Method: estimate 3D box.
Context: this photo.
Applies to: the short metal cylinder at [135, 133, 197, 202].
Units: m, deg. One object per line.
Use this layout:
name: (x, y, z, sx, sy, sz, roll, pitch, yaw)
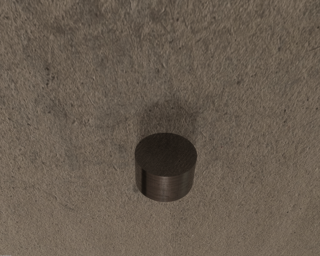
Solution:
short metal cylinder: (0.007, 0.051, 0.415, 0.081, 0.080, 0.050, 1, 130, -2)
